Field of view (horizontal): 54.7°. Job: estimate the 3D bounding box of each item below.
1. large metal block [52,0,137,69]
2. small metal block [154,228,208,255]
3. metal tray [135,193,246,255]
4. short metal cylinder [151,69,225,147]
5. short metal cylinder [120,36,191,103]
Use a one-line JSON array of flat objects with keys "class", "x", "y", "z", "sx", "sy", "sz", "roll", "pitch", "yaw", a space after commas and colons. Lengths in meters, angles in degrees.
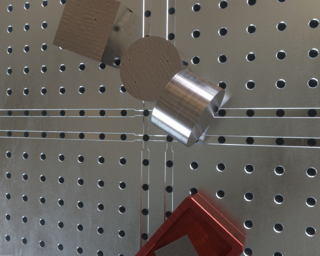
[{"class": "large metal block", "x": -0.090, "y": -0.137, "z": 0.431, "sx": 0.080, "sy": 0.050, "sz": 0.080, "roll": 23, "pitch": 98, "yaw": 18}, {"class": "small metal block", "x": 0.029, "y": 0.163, "z": 0.388, "sx": 0.050, "sy": 0.025, "sz": 0.050, "roll": -33, "pitch": 79, "yaw": 17}, {"class": "metal tray", "x": 0.033, "y": 0.160, "z": 0.398, "sx": 0.090, "sy": 0.030, "sz": 0.130, "roll": 42, "pitch": 103, "yaw": 15}, {"class": "short metal cylinder", "x": 0.034, "y": -0.024, "z": 0.371, "sx": 0.050, "sy": 0.080, "sz": 0.080, "roll": 33, "pitch": 101, "yaw": 17}, {"class": "short metal cylinder", "x": -0.004, "y": -0.072, "z": 0.401, "sx": 0.080, "sy": 0.050, "sz": 0.080, "roll": 0, "pitch": 90, "yaw": 20}]
